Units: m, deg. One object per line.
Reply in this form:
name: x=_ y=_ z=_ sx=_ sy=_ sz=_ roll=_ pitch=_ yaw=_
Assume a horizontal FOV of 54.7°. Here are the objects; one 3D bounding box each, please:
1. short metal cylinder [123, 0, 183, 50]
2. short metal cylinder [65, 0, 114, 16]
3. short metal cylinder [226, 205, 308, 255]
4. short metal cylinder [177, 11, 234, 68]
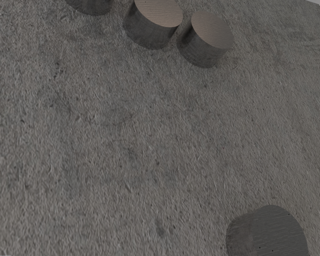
short metal cylinder: x=-0.011 y=-0.170 z=0.485 sx=0.081 sy=0.050 sz=0.080 roll=14 pitch=56 yaw=-21
short metal cylinder: x=-0.103 y=-0.217 z=0.464 sx=0.081 sy=0.050 sz=0.080 roll=14 pitch=56 yaw=-21
short metal cylinder: x=0.127 y=0.138 z=0.371 sx=0.081 sy=0.050 sz=0.080 roll=14 pitch=56 yaw=-21
short metal cylinder: x=0.075 y=-0.147 z=0.518 sx=0.081 sy=0.050 sz=0.080 roll=14 pitch=56 yaw=-21
